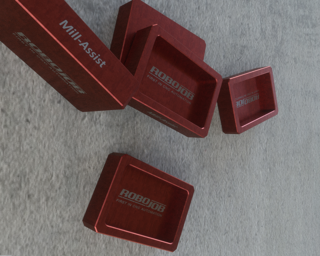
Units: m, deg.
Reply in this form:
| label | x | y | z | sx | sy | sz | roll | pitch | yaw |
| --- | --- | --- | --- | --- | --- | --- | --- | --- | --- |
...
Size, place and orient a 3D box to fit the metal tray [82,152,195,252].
| label | x | y | z | sx | sy | sz | roll | pitch | yaw |
| --- | --- | --- | --- | --- | --- | --- | --- | --- | --- |
| metal tray | -0.020 | 0.095 | 0.386 | 0.131 | 0.030 | 0.090 | 31 | 71 | -36 |

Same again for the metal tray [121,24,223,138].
| label | x | y | z | sx | sy | sz | roll | pitch | yaw |
| --- | --- | --- | --- | --- | --- | --- | --- | --- | --- |
| metal tray | 0.017 | -0.051 | 0.377 | 0.131 | 0.030 | 0.090 | 28 | 73 | -37 |

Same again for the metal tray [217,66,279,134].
| label | x | y | z | sx | sy | sz | roll | pitch | yaw |
| --- | --- | --- | --- | --- | --- | --- | --- | --- | --- |
| metal tray | 0.152 | -0.050 | 0.531 | 0.131 | 0.030 | 0.089 | -21 | 104 | -38 |

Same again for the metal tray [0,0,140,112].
| label | x | y | z | sx | sy | sz | roll | pitch | yaw |
| --- | --- | --- | --- | --- | --- | --- | --- | --- | --- |
| metal tray | -0.091 | -0.069 | 0.286 | 0.130 | 0.090 | 0.030 | 46 | 62 | -31 |

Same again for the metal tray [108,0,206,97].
| label | x | y | z | sx | sy | sz | roll | pitch | yaw |
| --- | --- | --- | --- | --- | --- | --- | --- | --- | --- |
| metal tray | 0.001 | -0.095 | 0.404 | 0.131 | 0.030 | 0.090 | 18 | 79 | -39 |
